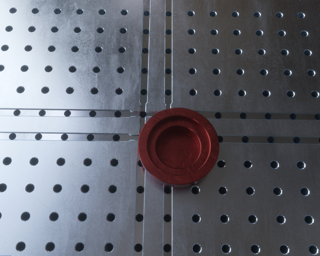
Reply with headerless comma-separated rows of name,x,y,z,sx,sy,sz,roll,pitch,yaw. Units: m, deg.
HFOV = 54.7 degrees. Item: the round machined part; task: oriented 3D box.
round machined part,0.023,0.027,0.393,0.099,0.042,0.098,0,70,-1
